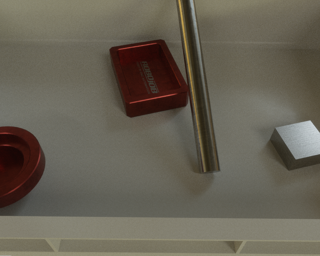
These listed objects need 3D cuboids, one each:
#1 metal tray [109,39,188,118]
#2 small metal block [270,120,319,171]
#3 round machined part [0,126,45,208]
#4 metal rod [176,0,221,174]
[{"bbox_3d":[-0.019,-0.080,0.468,0.091,0.030,0.130,-12,51,-11],"label":"metal tray"},{"bbox_3d":[0.176,0.021,0.389,0.050,0.025,0.050,-11,51,-10],"label":"small metal block"},{"bbox_3d":[-0.181,0.048,0.351,0.099,0.042,0.098,0,50,0],"label":"round machined part"},{"bbox_3d":[0.044,-0.091,0.403,0.025,0.025,0.299,-5,75,-5],"label":"metal rod"}]
